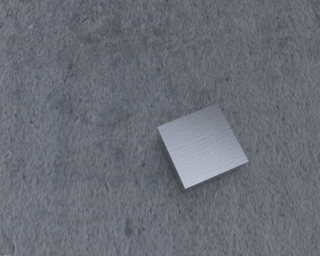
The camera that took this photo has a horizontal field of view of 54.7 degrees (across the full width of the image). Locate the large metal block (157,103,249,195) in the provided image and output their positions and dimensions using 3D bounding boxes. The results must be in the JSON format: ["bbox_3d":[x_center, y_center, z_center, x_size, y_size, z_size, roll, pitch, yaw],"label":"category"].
[{"bbox_3d":[0.049,0.027,0.386,0.080,0.050,0.080,-22,72,-8],"label":"large metal block"}]
